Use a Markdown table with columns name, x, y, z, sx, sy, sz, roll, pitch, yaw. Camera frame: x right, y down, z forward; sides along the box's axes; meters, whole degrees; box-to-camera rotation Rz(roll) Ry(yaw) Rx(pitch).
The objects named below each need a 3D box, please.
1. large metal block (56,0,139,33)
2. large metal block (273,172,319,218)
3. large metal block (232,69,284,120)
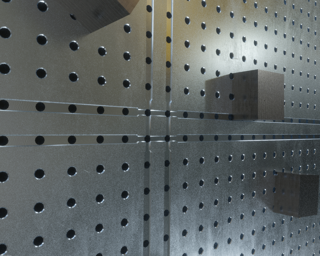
| name | x | y | z | sx | sy | sz | roll | pitch | yaw |
| --- | --- | --- | --- | --- | --- | --- | --- | --- | --- |
| large metal block | -0.069 | -0.152 | 0.314 | 0.080 | 0.080 | 0.050 | 41 | 65 | -33 |
| large metal block | 0.274 | 0.131 | 0.620 | 0.081 | 0.050 | 0.080 | 8 | 85 | -40 |
| large metal block | 0.169 | -0.053 | 0.533 | 0.081 | 0.050 | 0.080 | -1 | 91 | -40 |
